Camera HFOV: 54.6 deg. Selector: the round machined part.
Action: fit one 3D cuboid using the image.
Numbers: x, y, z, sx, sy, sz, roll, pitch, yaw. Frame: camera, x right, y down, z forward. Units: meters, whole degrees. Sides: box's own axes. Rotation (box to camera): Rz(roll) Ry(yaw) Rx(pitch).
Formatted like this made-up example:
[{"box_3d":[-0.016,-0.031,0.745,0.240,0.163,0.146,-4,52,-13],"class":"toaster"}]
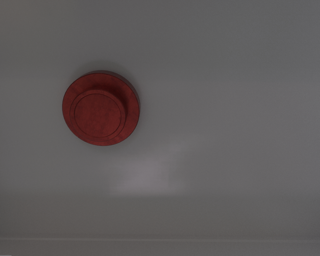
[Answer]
[{"box_3d":[-0.075,-0.021,0.394,0.099,0.042,0.097,0,110,0],"class":"round machined part"}]
